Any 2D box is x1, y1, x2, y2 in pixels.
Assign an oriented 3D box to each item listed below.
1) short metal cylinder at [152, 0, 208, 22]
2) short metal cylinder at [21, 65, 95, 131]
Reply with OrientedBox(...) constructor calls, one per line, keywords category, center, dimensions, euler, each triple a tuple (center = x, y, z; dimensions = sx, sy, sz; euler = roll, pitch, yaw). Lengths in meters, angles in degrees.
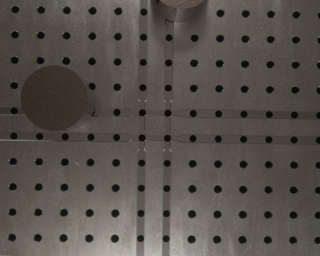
OrientedBox(category="short metal cylinder", center=(0.027, -0.185, 0.401), dimensions=(0.081, 0.050, 0.079), euler=(0, 90, -1))
OrientedBox(category="short metal cylinder", center=(-0.128, -0.036, 0.399), dimensions=(0.081, 0.050, 0.079), euler=(0, 90, -1))
